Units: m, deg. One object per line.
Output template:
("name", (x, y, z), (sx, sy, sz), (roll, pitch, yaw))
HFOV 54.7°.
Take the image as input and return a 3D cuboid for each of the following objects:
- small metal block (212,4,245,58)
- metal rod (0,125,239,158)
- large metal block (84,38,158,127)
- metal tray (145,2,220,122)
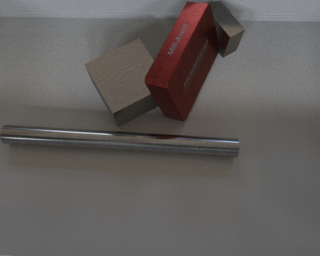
("small metal block", (0.091, -0.139, 0.448), (0.025, 0.050, 0.050), (-30, 73, -11))
("metal rod", (-0.051, 0.017, 0.402), (0.302, 0.025, 0.025), (3, 70, 1))
("large metal block", (-0.042, -0.060, 0.418), (0.080, 0.050, 0.080), (-29, 73, -10))
("metal tray", (0.035, -0.085, 0.404), (0.030, 0.090, 0.130), (17, 70, 26))
